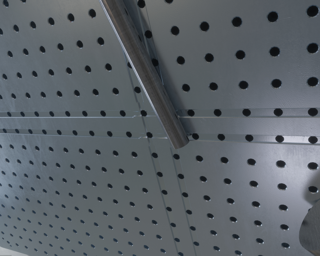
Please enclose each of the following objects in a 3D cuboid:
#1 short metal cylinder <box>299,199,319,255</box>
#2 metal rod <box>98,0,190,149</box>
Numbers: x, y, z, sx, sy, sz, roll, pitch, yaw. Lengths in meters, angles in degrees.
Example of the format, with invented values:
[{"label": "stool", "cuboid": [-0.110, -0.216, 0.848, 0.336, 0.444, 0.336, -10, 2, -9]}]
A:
[{"label": "short metal cylinder", "cuboid": [0.203, 0.115, 0.340, 0.050, 0.080, 0.080, 37, 129, 3]}, {"label": "metal rod", "cuboid": [-0.036, -0.106, 0.364, 0.025, 0.025, 0.299, -14, 111, 34]}]
